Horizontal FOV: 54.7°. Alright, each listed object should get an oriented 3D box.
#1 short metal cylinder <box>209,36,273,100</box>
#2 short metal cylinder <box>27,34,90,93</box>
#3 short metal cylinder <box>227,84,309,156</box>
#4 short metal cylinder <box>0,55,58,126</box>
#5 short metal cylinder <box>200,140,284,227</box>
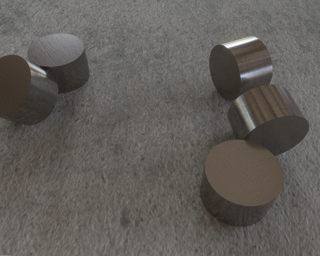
[{"bbox_3d":[0.113,-0.084,0.440,0.050,0.080,0.080,-19,53,-15],"label":"short metal cylinder"},{"bbox_3d":[-0.151,-0.098,0.468,0.081,0.050,0.080,0,50,0],"label":"short metal cylinder"},{"bbox_3d":[0.128,-0.006,0.374,0.081,0.080,0.050,-8,51,-7],"label":"short metal cylinder"},{"bbox_3d":[-0.182,-0.047,0.402,0.080,0.050,0.080,-5,76,19],"label":"short metal cylinder"},{"bbox_3d":[0.087,0.059,0.338,0.081,0.050,0.080,0,50,0],"label":"short metal cylinder"}]
